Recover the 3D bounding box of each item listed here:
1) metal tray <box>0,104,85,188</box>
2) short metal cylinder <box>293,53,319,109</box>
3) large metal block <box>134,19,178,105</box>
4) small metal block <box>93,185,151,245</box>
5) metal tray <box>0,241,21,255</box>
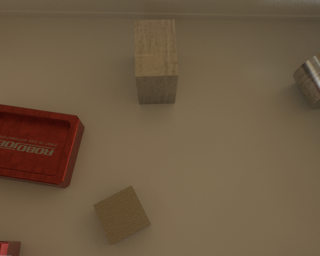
[{"bbox_3d":[-0.173,0.021,0.396,0.131,0.030,0.090,9,70,2],"label":"metal tray"},{"bbox_3d":[0.226,-0.066,0.407,0.081,0.080,0.050,-18,71,-7],"label":"short metal cylinder"},{"bbox_3d":[-0.005,-0.085,0.411,0.050,0.080,0.080,-2,70,-1],"label":"large metal block"},{"bbox_3d":[-0.045,0.104,0.371,0.050,0.025,0.050,-26,72,-10],"label":"small metal block"},{"bbox_3d":[-0.217,0.129,0.309,0.131,0.090,0.030,6,70,-14],"label":"metal tray"}]
